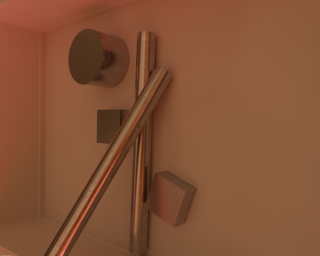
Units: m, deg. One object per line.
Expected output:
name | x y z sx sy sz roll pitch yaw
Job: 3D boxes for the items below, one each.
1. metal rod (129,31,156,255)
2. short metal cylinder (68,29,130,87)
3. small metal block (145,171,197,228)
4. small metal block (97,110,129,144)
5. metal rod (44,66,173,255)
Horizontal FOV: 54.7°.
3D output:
metal rod | -0.024 0.021 0.424 0.025 0.025 0.298 4 93 39
short metal cylinder | -0.092 -0.102 0.464 0.080 0.050 0.079 0 90 39
small metal block | 0.013 0.089 0.394 0.050 0.025 0.050 26 106 36
small metal block | -0.068 -0.002 0.460 0.050 0.025 0.050 2 91 39
metal rod | -0.068 0.055 0.382 0.025 0.025 0.299 24 80 37
